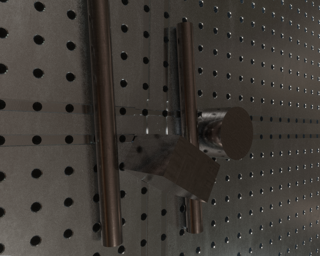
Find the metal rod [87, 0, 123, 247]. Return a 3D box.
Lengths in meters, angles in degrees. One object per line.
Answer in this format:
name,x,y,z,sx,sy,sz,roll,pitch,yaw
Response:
metal rod,-0.063,-0.014,0.357,0.025,0.025,0.298,-5,93,-40

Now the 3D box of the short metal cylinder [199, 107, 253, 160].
short metal cylinder,0.100,0.008,0.479,0.081,0.050,0.079,0,90,-40

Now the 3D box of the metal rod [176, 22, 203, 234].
metal rod,0.043,0.002,0.447,0.025,0.025,0.298,-6,94,-40

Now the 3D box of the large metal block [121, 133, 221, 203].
large metal block,0.014,0.048,0.387,0.080,0.080,0.050,36,68,-35
